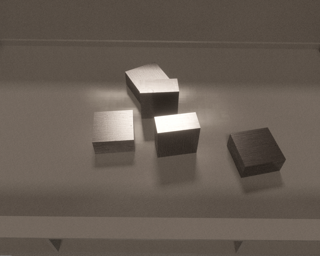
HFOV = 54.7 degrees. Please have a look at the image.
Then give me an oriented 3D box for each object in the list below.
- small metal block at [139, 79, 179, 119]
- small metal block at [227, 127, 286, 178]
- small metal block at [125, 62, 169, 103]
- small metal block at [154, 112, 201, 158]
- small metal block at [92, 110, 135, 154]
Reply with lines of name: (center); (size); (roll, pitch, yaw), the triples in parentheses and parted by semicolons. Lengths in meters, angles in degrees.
small metal block: (-0.001, -0.039, 0.422); (0.050, 0.050, 0.025); (-3, 50, -3)
small metal block: (0.117, 0.030, 0.382); (0.050, 0.025, 0.050); (-9, 51, -8)
small metal block: (-0.018, -0.068, 0.462); (0.050, 0.025, 0.050); (-23, 54, -18)
small metal block: (0.020, 0.009, 0.381); (0.050, 0.050, 0.025); (-7, 51, -6)
small metal block: (-0.059, 0.005, 0.400); (0.050, 0.025, 0.050); (-3, 50, -4)
